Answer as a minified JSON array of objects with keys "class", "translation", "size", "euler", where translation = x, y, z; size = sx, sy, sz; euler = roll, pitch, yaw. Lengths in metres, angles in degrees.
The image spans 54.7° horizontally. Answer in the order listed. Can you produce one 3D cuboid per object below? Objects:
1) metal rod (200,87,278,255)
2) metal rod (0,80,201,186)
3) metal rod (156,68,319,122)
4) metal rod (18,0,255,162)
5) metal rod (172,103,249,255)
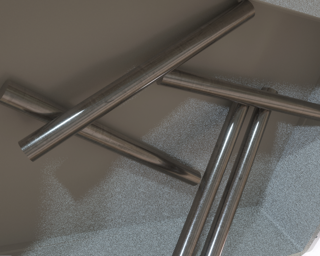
[{"class":"metal rod","translation":[0.108,0.081,0.442],"size":[0.025,0.025,0.299],"euler":[30,78,-38]},{"class":"metal rod","translation":[-0.049,0.021,0.394],"size":[0.301,0.025,0.025],"euler":[29,102,-38]},{"class":"metal rod","translation":[0.138,-0.040,0.427],"size":[0.302,0.025,0.025],"euler":[10,114,-22]},{"class":"metal rod","translation":[-0.014,-0.060,0.343],"size":[0.301,0.025,0.025],"euler":[-35,129,-13]},{"class":"metal rod","translation":[0.063,0.088,0.420],"size":[0.025,0.025,0.299],"euler":[32,76,-38]}]
